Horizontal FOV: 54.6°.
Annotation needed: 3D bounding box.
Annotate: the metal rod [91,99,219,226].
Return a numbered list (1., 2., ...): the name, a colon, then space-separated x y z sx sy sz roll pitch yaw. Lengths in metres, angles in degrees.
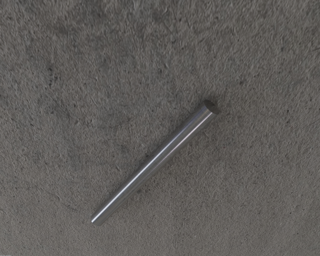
1. metal rod: -0.023 0.067 0.463 0.025 0.025 0.299 28 125 -22
